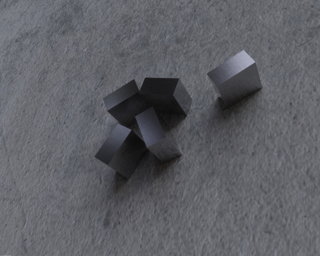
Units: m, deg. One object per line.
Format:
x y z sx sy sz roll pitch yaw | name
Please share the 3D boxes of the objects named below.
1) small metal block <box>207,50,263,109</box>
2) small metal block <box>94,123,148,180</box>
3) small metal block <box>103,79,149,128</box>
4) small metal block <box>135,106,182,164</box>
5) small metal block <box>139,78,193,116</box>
0.091 -0.057 0.374 0.050 0.050 0.025 -33 52 7 | small metal block
-0.046 0.030 0.392 0.025 0.050 0.050 24 74 36 | small metal block
-0.041 -0.032 0.428 0.050 0.050 0.025 -31 52 8 | small metal block
-0.002 0.010 0.382 0.025 0.050 0.050 -30 52 9 | small metal block
0.008 -0.041 0.407 0.050 0.050 0.025 7 65 30 | small metal block
